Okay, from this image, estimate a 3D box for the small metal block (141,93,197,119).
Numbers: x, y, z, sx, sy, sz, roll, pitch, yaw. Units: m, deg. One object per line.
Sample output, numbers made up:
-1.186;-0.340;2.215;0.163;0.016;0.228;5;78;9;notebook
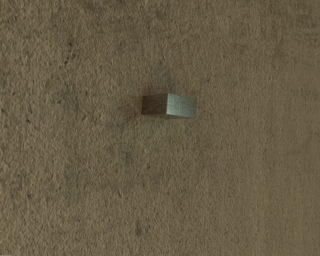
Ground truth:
0.012;-0.027;0.401;0.050;0.050;0.025;7;86;-40;small metal block
